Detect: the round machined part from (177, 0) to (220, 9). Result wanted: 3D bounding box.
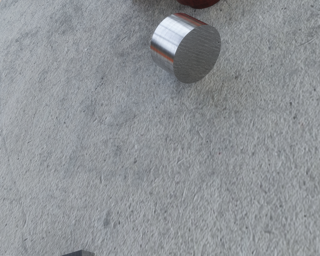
[{"bbox_3d":[0.069,-0.231,0.498,0.098,0.042,0.098,-13,56,20],"label":"round machined part"}]

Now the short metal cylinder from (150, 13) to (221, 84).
[{"bbox_3d":[0.035,-0.106,0.415,0.080,0.080,0.050,-45,51,-3],"label":"short metal cylinder"}]

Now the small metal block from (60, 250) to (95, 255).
[{"bbox_3d":[-0.102,0.172,0.350,0.050,0.025,0.050,-21,54,15],"label":"small metal block"}]
